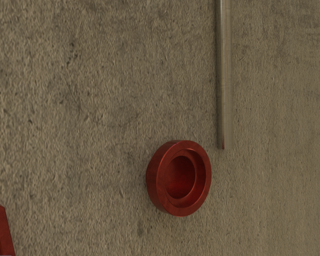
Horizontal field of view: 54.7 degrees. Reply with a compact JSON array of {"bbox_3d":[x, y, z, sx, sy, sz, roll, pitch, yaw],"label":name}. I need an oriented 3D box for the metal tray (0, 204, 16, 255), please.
[{"bbox_3d":[-0.169,0.136,0.259,0.091,0.030,0.129,-15,100,-39],"label":"metal tray"}]

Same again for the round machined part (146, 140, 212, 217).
[{"bbox_3d":[0.020,0.064,0.411,0.099,0.042,0.097,0,90,-40],"label":"round machined part"}]

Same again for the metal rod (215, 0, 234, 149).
[{"bbox_3d":[0.102,-0.116,0.489,0.025,0.025,0.298,-2,91,-40],"label":"metal rod"}]
